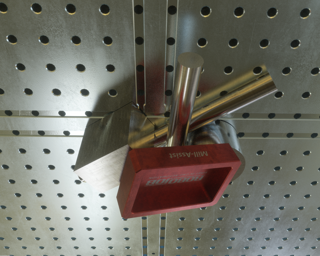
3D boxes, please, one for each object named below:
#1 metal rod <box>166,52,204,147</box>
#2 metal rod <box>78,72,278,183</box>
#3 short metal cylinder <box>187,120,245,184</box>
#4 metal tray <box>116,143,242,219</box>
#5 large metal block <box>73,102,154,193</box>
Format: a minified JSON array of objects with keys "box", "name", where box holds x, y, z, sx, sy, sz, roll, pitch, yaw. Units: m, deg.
[{"box":[0.019,0.031,0.409,0.025,0.025,0.298,3,140,-3],"name":"metal rod"},{"box":[0.009,0.008,0.419,0.300,0.025,0.025,-27,126,20],"name":"metal rod"},{"box":[0.071,0.035,0.425,0.081,0.050,0.079,0,130,0],"name":"short metal cylinder"},{"box":[0.021,0.062,0.369,0.131,0.030,0.089,-2,133,-24],"name":"metal tray"},{"box":[-0.055,0.025,0.395,0.080,0.080,0.050,-27,125,21],"name":"large metal block"}]
